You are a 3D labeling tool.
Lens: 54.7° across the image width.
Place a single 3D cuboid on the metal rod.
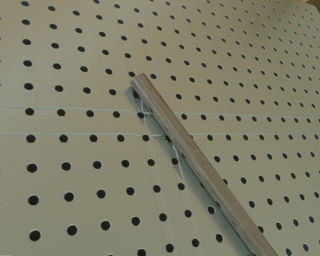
[{"bbox_3d":[0.055,0.051,0.408,0.025,0.025,0.299,-28,77,-37],"label":"metal rod"}]
